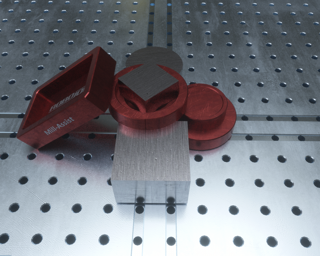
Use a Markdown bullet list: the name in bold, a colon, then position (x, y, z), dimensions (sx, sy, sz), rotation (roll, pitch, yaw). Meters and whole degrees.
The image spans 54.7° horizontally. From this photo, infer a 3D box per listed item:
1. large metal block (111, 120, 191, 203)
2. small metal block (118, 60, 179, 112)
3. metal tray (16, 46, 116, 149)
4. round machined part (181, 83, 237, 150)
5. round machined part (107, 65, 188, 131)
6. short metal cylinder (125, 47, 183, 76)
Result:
- **large metal block**: position (-0.009, 0.038, 0.355), dimensions (0.080, 0.050, 0.080), rotation (1, 50, 0)
- **small metal block**: position (-0.014, -0.048, 0.368), dimensions (0.050, 0.025, 0.050), rotation (-34, 58, -25)
- **metal tray**: position (-0.117, -0.036, 0.387), dimensions (0.130, 0.030, 0.090), rotation (-25, 43, 28)
- **round machined part**: position (0.053, -0.022, 0.414), dimensions (0.099, 0.042, 0.098), rotation (0, 50, 0)
- **round machined part**: position (-0.015, -0.033, 0.386), dimensions (0.099, 0.042, 0.098), rotation (0, 50, 0)
- **short metal cylinder**: position (-0.008, -0.074, 0.453), dimensions (0.080, 0.050, 0.080), rotation (0, 50, 0)
